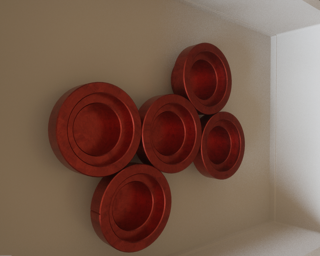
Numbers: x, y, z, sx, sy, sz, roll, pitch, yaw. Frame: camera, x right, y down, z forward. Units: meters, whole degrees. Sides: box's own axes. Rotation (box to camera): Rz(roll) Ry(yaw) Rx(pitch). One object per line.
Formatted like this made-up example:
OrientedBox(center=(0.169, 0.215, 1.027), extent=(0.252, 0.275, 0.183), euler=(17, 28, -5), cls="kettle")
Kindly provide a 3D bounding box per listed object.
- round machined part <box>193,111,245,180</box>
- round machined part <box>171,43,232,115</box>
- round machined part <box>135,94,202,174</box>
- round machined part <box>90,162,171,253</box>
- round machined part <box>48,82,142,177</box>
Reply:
OrientedBox(center=(0.079, 0.025, 0.458), extent=(0.099, 0.042, 0.097), euler=(0, 90, -40), cls="round machined part")
OrientedBox(center=(0.054, -0.067, 0.437), extent=(0.099, 0.042, 0.097), euler=(0, 90, -40), cls="round machined part")
OrientedBox(center=(0.005, 0.007, 0.395), extent=(0.099, 0.042, 0.097), euler=(0, 90, -40), cls="round machined part")
OrientedBox(center=(-0.037, 0.089, 0.361), extent=(0.099, 0.042, 0.097), euler=(0, 90, -40), cls="round machined part")
OrientedBox(center=(-0.072, 0.001, 0.332), extent=(0.099, 0.042, 0.097), euler=(0, 90, -40), cls="round machined part")
